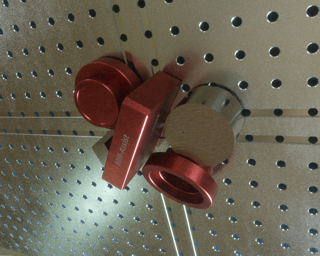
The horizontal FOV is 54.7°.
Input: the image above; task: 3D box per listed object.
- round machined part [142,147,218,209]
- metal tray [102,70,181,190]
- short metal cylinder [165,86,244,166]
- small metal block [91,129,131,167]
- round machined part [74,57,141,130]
[{"bbox_3d":[0.030,0.060,0.402,0.098,0.042,0.098,23,151,14],"label":"round machined part"},{"bbox_3d":[-0.024,0.004,0.379,0.030,0.090,0.129,29,128,10],"label":"metal tray"},{"bbox_3d":[0.052,-0.003,0.360,0.080,0.050,0.079,13,124,21],"label":"short metal cylinder"},{"bbox_3d":[-0.062,0.032,0.442,0.025,0.050,0.050,-16,110,34],"label":"small metal block"},{"bbox_3d":[-0.073,-0.039,0.408,0.098,0.042,0.097,13,124,21],"label":"round machined part"}]
